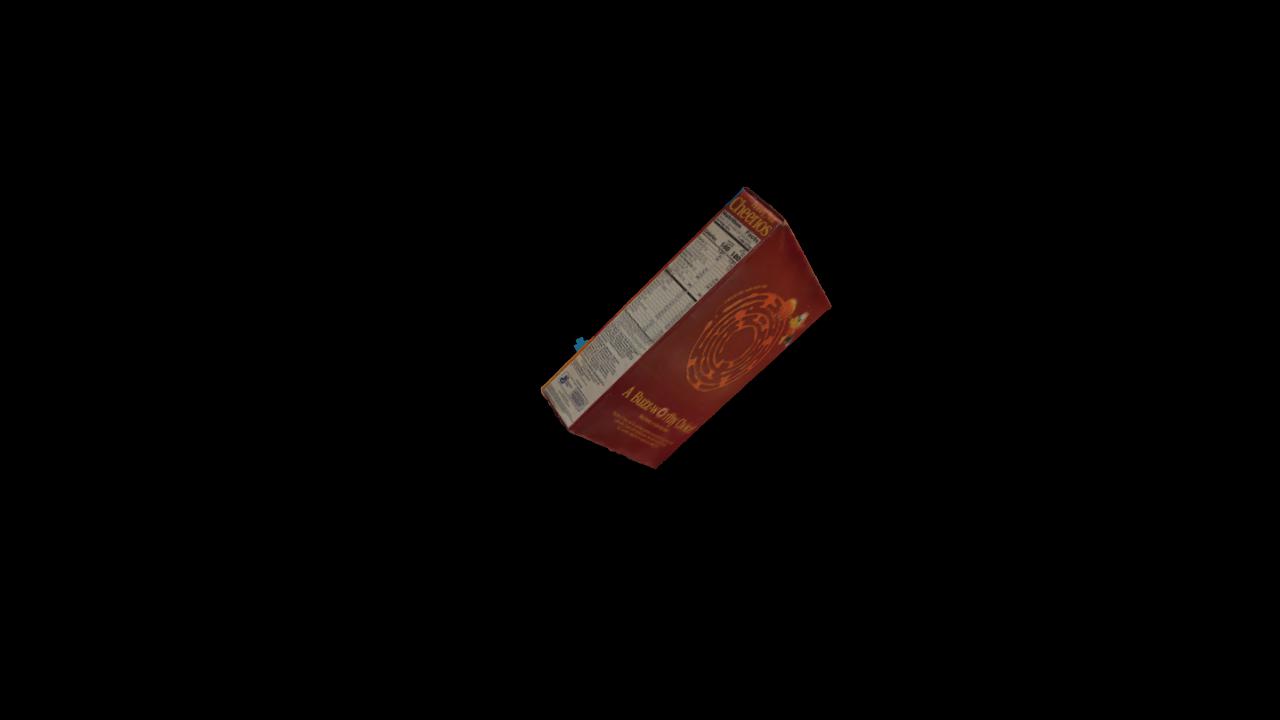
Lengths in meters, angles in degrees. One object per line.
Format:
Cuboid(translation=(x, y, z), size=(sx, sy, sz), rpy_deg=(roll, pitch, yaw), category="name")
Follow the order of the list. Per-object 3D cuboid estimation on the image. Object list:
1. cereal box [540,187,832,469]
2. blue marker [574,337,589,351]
Cuboid(translation=(0.063, -0.019, 0.701), size=(0.081, 0.306, 0.203), rpy_deg=(50, 9, 35), category="cereal box")
Cuboid(translation=(-0.049, 0.030, 0.733), size=(0.020, 0.121, 0.020), rpy_deg=(-23, 2, 1), category="blue marker")
